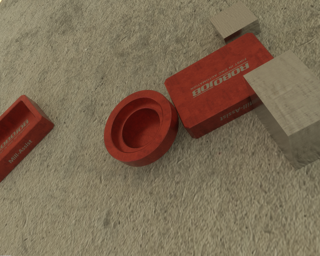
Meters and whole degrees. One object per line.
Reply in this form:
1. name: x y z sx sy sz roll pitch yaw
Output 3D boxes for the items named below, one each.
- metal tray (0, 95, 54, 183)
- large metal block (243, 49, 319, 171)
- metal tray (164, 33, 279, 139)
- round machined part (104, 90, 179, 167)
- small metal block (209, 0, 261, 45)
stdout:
1. metal tray: -0.249 0.015 0.518 0.130 0.030 0.090 -47 52 -5
2. large metal block: 0.132 -0.016 0.309 0.050 0.080 0.080 -30 52 9
3. metal tray: 0.079 -0.055 0.392 0.130 0.030 0.090 -29 52 9
4. round machined part: -0.020 0.003 0.396 0.098 0.042 0.098 -15 58 25
5. small metal block: 0.105 -0.144 0.437 0.050 0.025 0.050 -29 52 9
